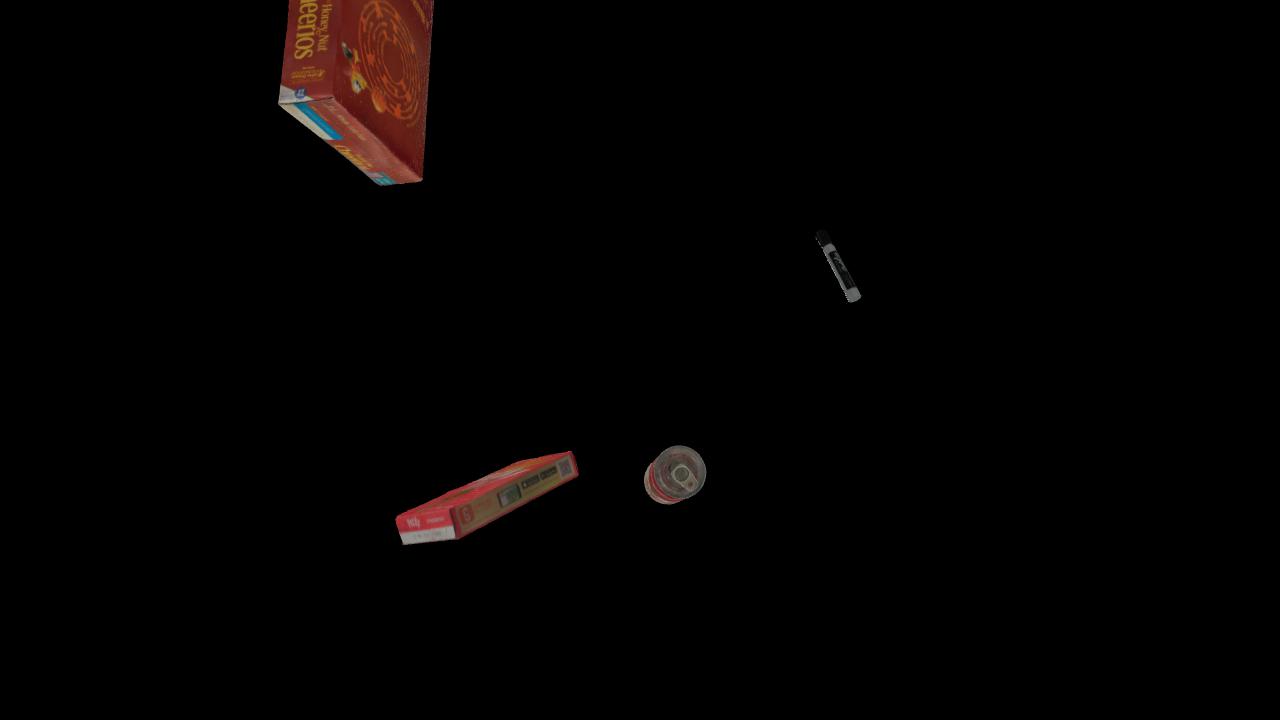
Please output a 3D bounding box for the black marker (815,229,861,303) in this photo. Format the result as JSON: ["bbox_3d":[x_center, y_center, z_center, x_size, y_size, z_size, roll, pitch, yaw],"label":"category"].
[{"bbox_3d":[0.289,-0.140,0.901,0.020,0.121,0.020,-18,-19,-7],"label":"black marker"}]

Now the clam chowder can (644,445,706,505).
[{"bbox_3d":[0.044,0.156,0.823,0.068,0.068,0.102,0,-17,-8],"label":"clam chowder can"}]

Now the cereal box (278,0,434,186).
[{"bbox_3d":[-0.349,-0.409,0.786,0.081,0.306,0.203,-1,-9,9],"label":"cereal box"}]

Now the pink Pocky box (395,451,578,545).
[{"bbox_3d":[-0.137,0.126,0.574,0.084,0.029,0.155,-16,1,37],"label":"pink Pocky box"}]
